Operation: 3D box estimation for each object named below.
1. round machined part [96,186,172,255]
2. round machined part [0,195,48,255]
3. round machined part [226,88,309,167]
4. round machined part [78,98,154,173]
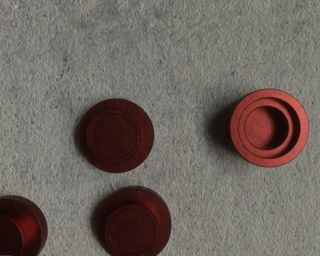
[{"bbox_3d":[-0.034,0.127,0.401,0.099,0.042,0.097,0,90,0],"label":"round machined part"},{"bbox_3d":[-0.202,0.140,0.400,0.099,0.042,0.097,0,90,0],"label":"round machined part"},{"bbox_3d":[0.135,0.000,0.402,0.099,0.042,0.097,0,90,0],"label":"round machined part"},{"bbox_3d":[-0.057,0.010,0.401,0.099,0.042,0.097,0,90,0],"label":"round machined part"}]
